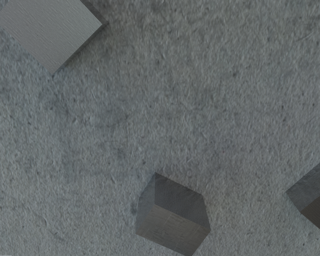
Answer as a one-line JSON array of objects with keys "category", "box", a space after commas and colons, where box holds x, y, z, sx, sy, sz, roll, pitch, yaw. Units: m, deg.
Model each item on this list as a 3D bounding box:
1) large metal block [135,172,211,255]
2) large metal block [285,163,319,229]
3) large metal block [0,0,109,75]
[{"category": "large metal block", "box": [0.016, 0.116, 0.424, 0.080, 0.080, 0.050, 27, 108, -10]}, {"category": "large metal block", "box": [0.243, 0.100, 0.437, 0.080, 0.050, 0.080, 40, 105, -14]}, {"category": "large metal block", "box": [-0.118, -0.121, 0.350, 0.080, 0.050, 0.080, -41, 106, 13]}]
